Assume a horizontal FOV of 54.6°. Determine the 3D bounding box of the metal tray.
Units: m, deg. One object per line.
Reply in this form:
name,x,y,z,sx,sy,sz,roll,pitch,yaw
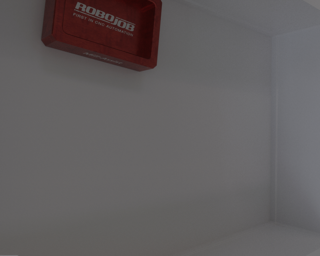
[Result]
metal tray,-0.059,-0.123,0.352,0.131,0.030,0.090,8,85,-40
